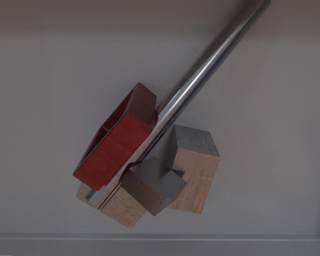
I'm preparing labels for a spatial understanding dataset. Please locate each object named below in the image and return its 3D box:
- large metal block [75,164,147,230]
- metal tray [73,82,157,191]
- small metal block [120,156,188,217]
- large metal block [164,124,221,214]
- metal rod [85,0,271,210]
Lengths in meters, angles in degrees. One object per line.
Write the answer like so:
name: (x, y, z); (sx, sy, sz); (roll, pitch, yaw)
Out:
large metal block: (-0.054, 0.072, 0.408); (0.080, 0.080, 0.050); (35, 106, -12)
metal tray: (-0.045, 0.003, 0.354); (0.030, 0.130, 0.090); (39, 106, -12)
small metal block: (-0.006, 0.062, 0.340); (0.050, 0.050, 0.025); (38, 117, 19)
large metal block: (0.035, 0.050, 0.401); (0.050, 0.080, 0.079); (13, 110, -5)
metal rod: (0.022, -0.033, 0.350); (0.025, 0.025, 0.300); (40, 88, -14)
